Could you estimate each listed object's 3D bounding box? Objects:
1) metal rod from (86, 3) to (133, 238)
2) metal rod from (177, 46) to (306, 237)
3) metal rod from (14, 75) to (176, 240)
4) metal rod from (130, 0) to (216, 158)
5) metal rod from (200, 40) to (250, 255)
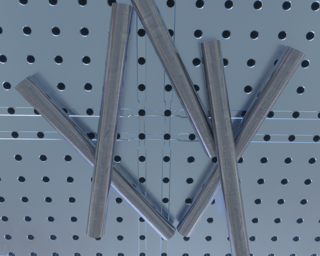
[{"bbox_3d":[-0.066,0.001,0.393,0.025,0.025,0.298,8,103,-4],"label":"metal rod"},{"bbox_3d":[0.102,0.031,0.426,0.025,0.025,0.298,24,108,-9],"label":"metal rod"},{"bbox_3d":[-0.079,0.051,0.431,0.025,0.025,0.300,-37,107,12],"label":"metal rod"},{"bbox_3d":[0.009,-0.092,0.379,0.025,0.025,0.299,-25,109,8],"label":"metal rod"},{"bbox_3d":[0.087,0.039,0.404,0.025,0.025,0.298,-10,101,3],"label":"metal rod"}]
